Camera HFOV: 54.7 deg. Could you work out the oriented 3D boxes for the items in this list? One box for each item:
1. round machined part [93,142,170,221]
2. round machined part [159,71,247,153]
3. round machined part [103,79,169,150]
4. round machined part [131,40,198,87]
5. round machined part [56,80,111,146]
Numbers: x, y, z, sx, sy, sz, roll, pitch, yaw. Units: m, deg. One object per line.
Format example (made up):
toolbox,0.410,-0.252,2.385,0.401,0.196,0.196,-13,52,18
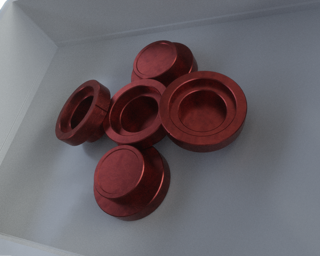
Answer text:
round machined part,-0.041,0.059,0.378,0.098,0.042,0.098,-13,56,21
round machined part,0.050,-0.016,0.365,0.098,0.042,0.098,-4,63,8
round machined part,-0.023,-0.014,0.413,0.098,0.042,0.098,-13,56,21
round machined part,0.001,-0.087,0.445,0.098,0.042,0.098,-13,56,21
round machined part,-0.103,-0.018,0.448,0.098,0.042,0.098,-28,45,32
